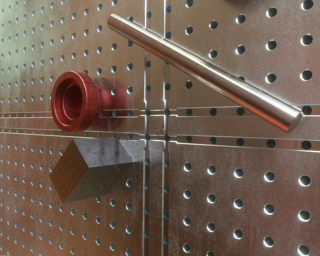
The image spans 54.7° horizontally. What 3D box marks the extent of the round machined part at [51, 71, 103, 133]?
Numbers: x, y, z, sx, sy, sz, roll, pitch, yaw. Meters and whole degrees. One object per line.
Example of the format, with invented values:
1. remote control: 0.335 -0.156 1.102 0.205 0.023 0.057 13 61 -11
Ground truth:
1. round machined part: -0.132 -0.042 0.504 0.098 0.042 0.097 0 90 39

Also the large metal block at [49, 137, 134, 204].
1. large metal block: -0.100 0.060 0.454 0.080 0.081 0.050 -51 60 27

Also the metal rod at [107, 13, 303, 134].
1. metal rod: 0.031 -0.082 0.381 0.300 0.025 0.025 38 113 33
